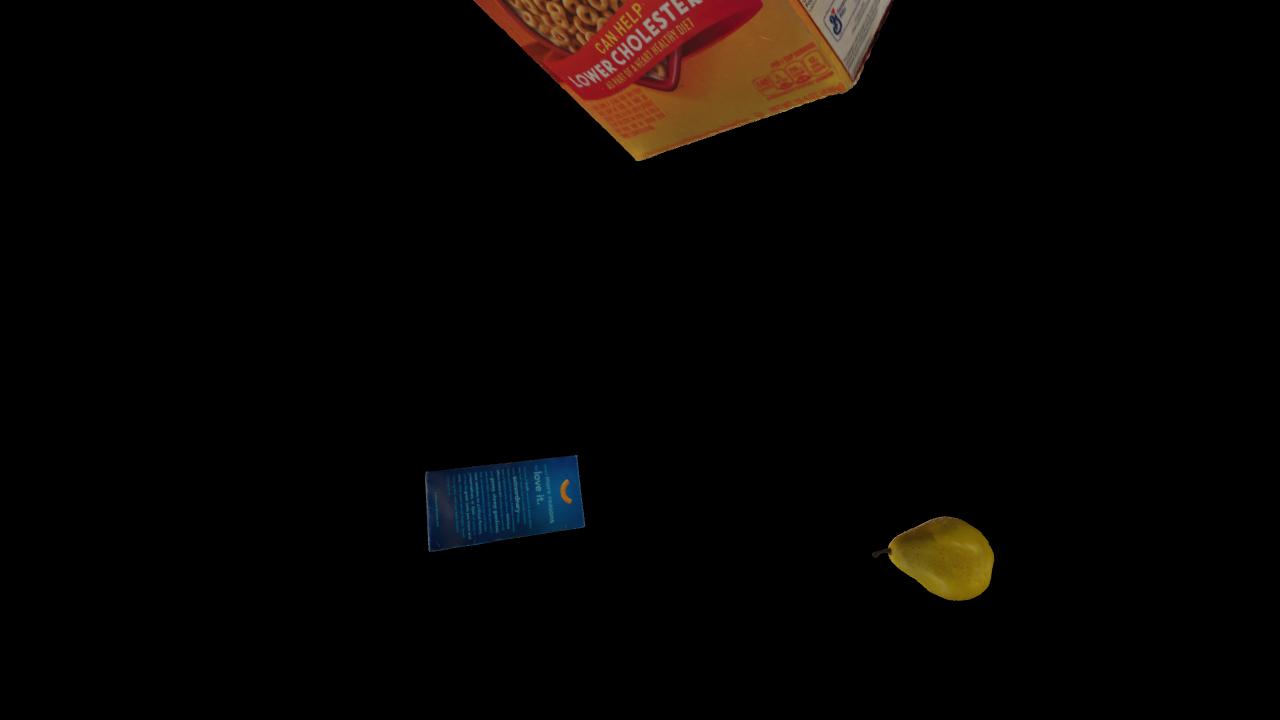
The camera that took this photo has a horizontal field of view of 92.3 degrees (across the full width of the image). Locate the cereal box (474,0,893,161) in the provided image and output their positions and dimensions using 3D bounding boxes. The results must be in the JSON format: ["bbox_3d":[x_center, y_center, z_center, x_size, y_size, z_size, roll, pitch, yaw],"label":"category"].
[{"bbox_3d":[-0.035,-0.250,0.326,0.306,0.081,0.203,36,-16,-32],"label":"cereal box"}]

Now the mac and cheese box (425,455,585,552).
[{"bbox_3d":[-0.165,0.173,0.753,0.184,0.093,0.041,-3,-16,-21],"label":"mac and cheese box"}]

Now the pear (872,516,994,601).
[{"bbox_3d":[0.288,0.191,0.616,0.111,0.080,0.080,17,1,3],"label":"pear"}]
